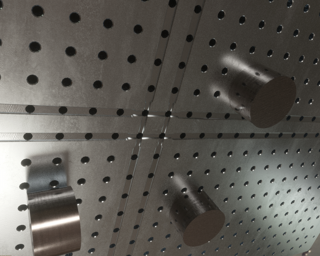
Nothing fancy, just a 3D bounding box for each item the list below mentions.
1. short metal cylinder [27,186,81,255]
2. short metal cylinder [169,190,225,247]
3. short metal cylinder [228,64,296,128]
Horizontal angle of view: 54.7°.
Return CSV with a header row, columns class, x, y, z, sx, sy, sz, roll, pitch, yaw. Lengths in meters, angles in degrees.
class,x,y,z,sx,sy,sz,roll,pitch,yaw
short metal cylinder,-0.130,0.114,0.376,0.050,0.080,0.079,-6,121,-26
short metal cylinder,0.063,0.153,0.526,0.081,0.050,0.079,-14,125,-21
short metal cylinder,0.148,-0.046,0.450,0.081,0.050,0.079,-14,125,-21
